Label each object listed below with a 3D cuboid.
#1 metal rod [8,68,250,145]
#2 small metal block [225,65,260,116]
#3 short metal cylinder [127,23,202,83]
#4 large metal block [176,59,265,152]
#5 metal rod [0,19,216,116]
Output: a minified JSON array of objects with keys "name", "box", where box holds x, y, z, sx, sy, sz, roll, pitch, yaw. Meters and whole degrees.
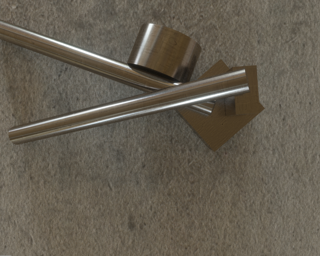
[{"name":"metal rod","box":[-0.052,-0.019,0.357,0.301,0.025,0.025,-12,90,20]},{"name":"small metal block","box":[0.090,-0.040,0.347,0.025,0.050,0.050,-4,90,0]},{"name":"short metal cylinder","box":[0.005,-0.087,0.385,0.080,0.080,0.050,21,90,-1]},{"name":"large metal block","box":[0.070,-0.028,0.398,0.080,0.050,0.080,-41,90,1]},{"name":"metal rod","box":[-0.076,-0.079,0.381,0.301,0.025,0.025,21,90,11]}]
